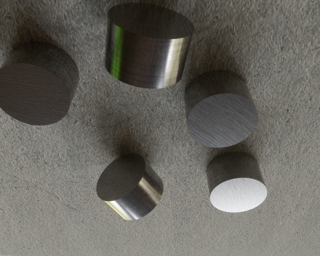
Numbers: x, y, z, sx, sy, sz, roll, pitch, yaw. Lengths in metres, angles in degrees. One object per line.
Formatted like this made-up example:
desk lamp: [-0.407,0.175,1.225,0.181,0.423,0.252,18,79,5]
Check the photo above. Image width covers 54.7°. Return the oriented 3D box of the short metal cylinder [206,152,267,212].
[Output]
short metal cylinder: [0.112,0.081,0.461,0.081,0.050,0.079,0,130,0]

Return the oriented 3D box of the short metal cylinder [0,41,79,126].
short metal cylinder: [-0.136,-0.049,0.347,0.081,0.050,0.079,0,130,0]

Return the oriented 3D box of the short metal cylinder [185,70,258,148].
short metal cylinder: [0.071,-0.022,0.372,0.081,0.050,0.079,0,130,0]

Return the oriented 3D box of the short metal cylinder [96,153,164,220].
short metal cylinder: [-0.042,0.083,0.441,0.080,0.080,0.050,-23,127,18]

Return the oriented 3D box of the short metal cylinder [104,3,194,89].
short metal cylinder: [-0.012,-0.082,0.301,0.081,0.080,0.050,8,130,-7]
